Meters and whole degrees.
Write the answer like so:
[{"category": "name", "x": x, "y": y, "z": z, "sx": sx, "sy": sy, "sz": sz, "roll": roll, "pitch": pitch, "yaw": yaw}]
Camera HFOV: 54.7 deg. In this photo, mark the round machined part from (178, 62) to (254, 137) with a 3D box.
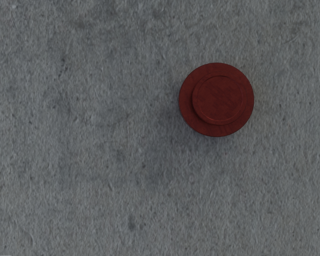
[{"category": "round machined part", "x": 0.074, "y": -0.037, "z": 0.402, "sx": 0.099, "sy": 0.042, "sz": 0.097, "roll": 0, "pitch": 90, "yaw": -1}]
